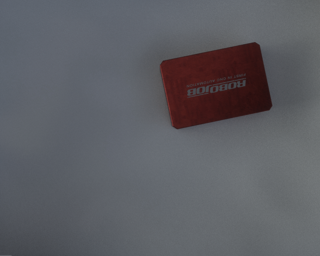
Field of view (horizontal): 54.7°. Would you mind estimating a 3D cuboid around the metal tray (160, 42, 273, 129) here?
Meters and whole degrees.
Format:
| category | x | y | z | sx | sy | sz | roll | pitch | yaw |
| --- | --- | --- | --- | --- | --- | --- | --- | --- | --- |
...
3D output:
| category | x | y | z | sx | sy | sz | roll | pitch | yaw |
| --- | --- | --- | --- | --- | --- | --- | --- | --- | --- |
| metal tray | 0.072 | -0.054 | 0.410 | 0.131 | 0.030 | 0.089 | -12 | 90 | -1 |
